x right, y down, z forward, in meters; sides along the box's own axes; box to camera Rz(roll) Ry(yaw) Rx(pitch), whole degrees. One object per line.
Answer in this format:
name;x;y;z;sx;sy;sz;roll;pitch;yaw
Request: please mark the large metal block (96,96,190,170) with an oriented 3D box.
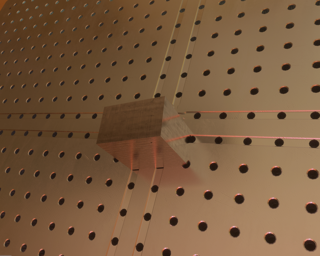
large metal block;-0.016;0.010;0.376;0.080;0.080;0.050;-8;58;24
